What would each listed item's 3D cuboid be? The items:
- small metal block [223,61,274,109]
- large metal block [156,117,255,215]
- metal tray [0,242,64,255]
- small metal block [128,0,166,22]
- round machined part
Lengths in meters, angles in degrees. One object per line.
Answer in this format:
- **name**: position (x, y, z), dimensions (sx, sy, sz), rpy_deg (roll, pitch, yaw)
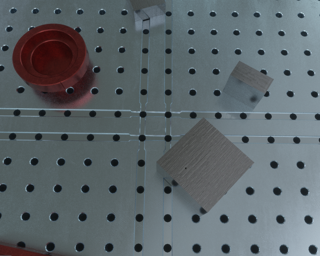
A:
- **small metal block**: position (0.118, -0.057, 0.421), dimensions (0.050, 0.050, 0.025), rpy_deg (31, 73, 10)
- **large metal block**: position (0.053, 0.048, 0.382), dimensions (0.080, 0.050, 0.080), rpy_deg (-43, 76, -14)
- **metal tray**: position (-0.156, 0.182, 0.340), dimensions (0.131, 0.030, 0.090), rpy_deg (11, 70, 3)
- **small metal block**: position (-0.023, -0.200, 0.485), dimensions (0.050, 0.025, 0.050), rpy_deg (-18, 71, -7)
- **round machined part**: position (-0.149, -0.093, 0.435), dimensions (0.099, 0.042, 0.098), rpy_deg (0, 70, -1)
